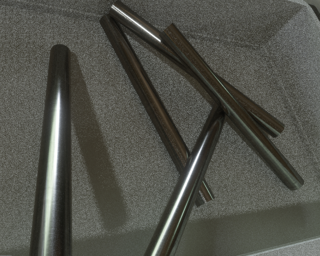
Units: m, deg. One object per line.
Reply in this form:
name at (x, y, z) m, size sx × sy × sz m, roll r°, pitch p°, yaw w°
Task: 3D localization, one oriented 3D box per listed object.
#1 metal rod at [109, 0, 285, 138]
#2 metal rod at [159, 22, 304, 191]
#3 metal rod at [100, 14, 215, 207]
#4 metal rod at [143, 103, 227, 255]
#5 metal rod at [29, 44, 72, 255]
metal rod at (0.055, -0.084, 0.452) m, size 0.301 × 0.025 × 0.025 m, roll 36°, pitch 51°, yaw -3°
metal rod at (0.107, -0.022, 0.438) m, size 0.300 × 0.025 × 0.025 m, roll 47°, pitch 50°, yaw -12°
metal rod at (-0.011, -0.035, 0.422) m, size 0.025 × 0.025 × 0.299 m, roll -17°, pitch 71°, yaw -35°
metal rod at (0.050, 0.036, 0.380) m, size 0.025 × 0.025 × 0.301 m, roll 38°, pitch 41°, yaw -4°
metal rod at (-0.095, -0.003, 0.286) m, size 0.025 × 0.025 × 0.300 m, roll 10°, pitch 35°, yaw -23°
